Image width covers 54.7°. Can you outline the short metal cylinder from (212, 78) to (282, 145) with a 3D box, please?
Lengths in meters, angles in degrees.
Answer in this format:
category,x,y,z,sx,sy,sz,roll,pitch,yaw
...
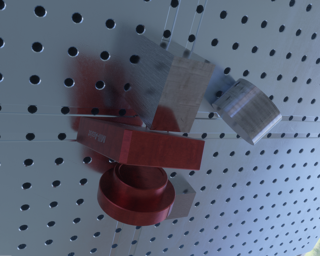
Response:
category,x,y,z,sx,sy,sz,roll,pitch,yaw
short metal cylinder,0.118,-0.022,0.426,0.050,0.080,0.080,-44,129,2

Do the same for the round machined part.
category,x,y,z,sx,sy,sz,roll,pitch,yaw
round machined part,-0.027,0.074,0.394,0.099,0.098,0.042,-1,119,-28

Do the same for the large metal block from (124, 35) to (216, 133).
category,x,y,z,sx,sy,sz,roll,pitch,yaw
large metal block,0.006,-0.050,0.348,0.050,0.080,0.079,5,116,-31

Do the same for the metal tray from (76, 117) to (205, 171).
category,x,y,z,sx,sy,sz,roll,pitch,yaw
metal tray,-0.026,0.014,0.336,0.091,0.130,0.030,9,92,-33

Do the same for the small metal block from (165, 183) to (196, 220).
category,x,y,z,sx,sy,sz,roll,pitch,yaw
small metal block,0.024,0.118,0.497,0.050,0.025,0.050,1,118,-29
